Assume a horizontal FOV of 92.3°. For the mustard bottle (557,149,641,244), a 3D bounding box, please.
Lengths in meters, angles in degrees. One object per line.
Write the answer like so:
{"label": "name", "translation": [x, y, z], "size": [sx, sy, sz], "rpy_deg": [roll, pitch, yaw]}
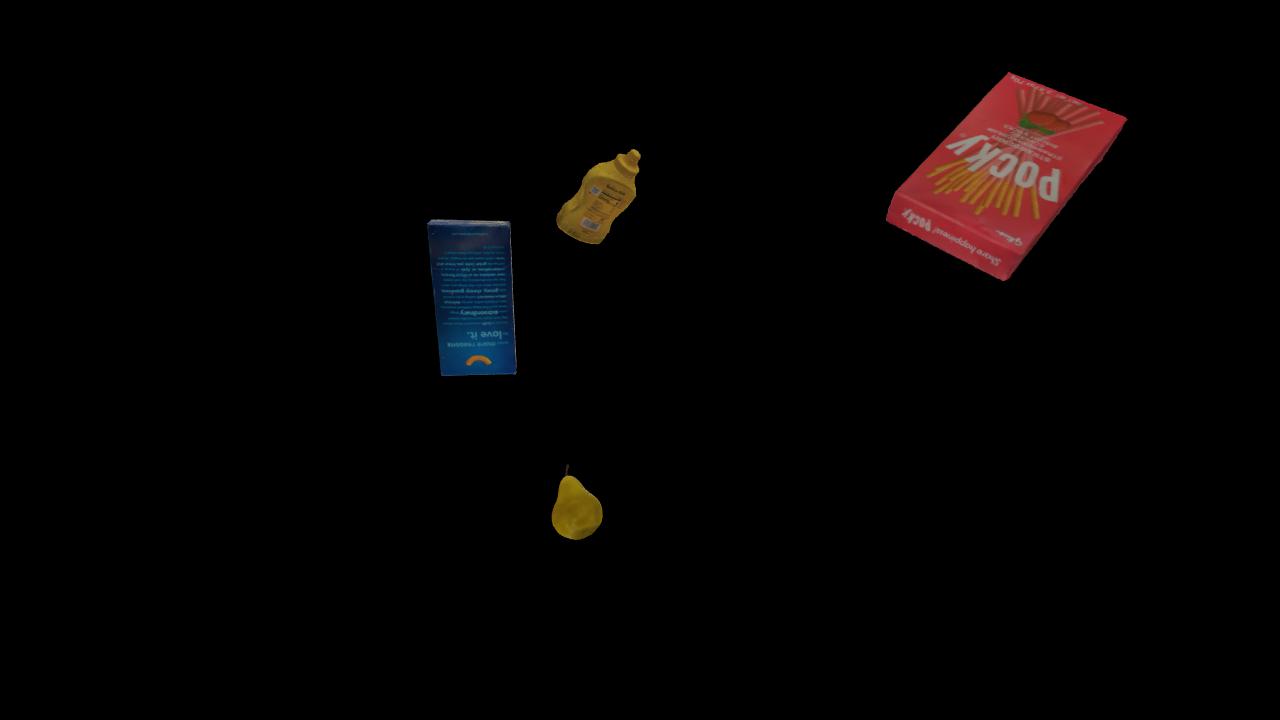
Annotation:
{"label": "mustard bottle", "translation": [-0.056, -0.273, 1.013], "size": [0.092, 0.054, 0.184], "rpy_deg": [22, -46, -27]}

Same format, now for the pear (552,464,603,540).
{"label": "pear", "translation": [-0.106, 0.217, 0.946], "size": [0.080, 0.111, 0.080], "rpy_deg": [-21, -35, -15]}

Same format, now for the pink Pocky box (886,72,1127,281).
{"label": "pink Pocky box", "translation": [0.240, -0.125, 0.403], "size": [0.084, 0.155, 0.029], "rpy_deg": [37, -21, 24]}

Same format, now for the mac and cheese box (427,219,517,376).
{"label": "mac and cheese box", "translation": [-0.197, -0.073, 0.736], "size": [0.093, 0.184, 0.041], "rpy_deg": [-2, 22, -11]}
